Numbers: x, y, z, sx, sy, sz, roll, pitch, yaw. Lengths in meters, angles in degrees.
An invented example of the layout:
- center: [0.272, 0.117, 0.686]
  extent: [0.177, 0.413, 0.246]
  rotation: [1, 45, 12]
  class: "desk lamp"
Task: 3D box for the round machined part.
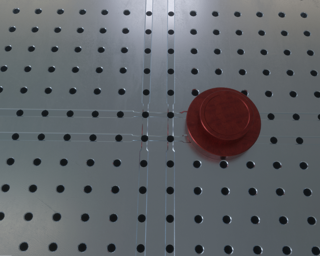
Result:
- center: [0.084, -0.011, 0.407]
  extent: [0.099, 0.042, 0.098]
  rotation: [0, 70, 0]
  class: "round machined part"
